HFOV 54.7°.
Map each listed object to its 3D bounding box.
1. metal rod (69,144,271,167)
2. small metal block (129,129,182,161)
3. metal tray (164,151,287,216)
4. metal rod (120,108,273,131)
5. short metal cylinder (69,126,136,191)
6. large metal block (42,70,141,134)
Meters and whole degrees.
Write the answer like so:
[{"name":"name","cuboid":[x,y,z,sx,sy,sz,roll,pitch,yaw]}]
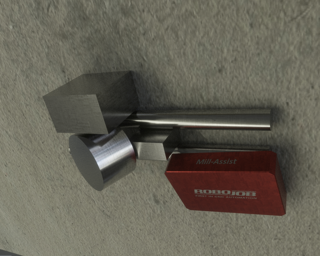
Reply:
[{"name":"metal rod","cuboid":[-0.005,0.033,0.430,0.300,0.025,0.025,0,119,27]},{"name":"small metal block","cuboid":[-0.006,0.017,0.404,0.050,0.050,0.025,1,119,27]},{"name":"metal tray","cuboid":[0.082,0.070,0.386,0.130,0.030,0.090,-4,134,28]},{"name":"metal rod","cuboid":[-0.012,-0.011,0.407,0.301,0.025,0.025,1,119,27]},{"name":"short metal cylinder","cuboid":[-0.076,0.035,0.406,0.080,0.050,0.079,34,139,36]},{"name":"large metal block","cuboid":[-0.083,-0.034,0.394,0.080,0.080,0.050,1,119,27]}]
